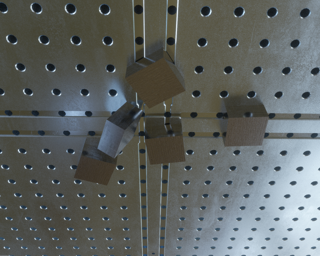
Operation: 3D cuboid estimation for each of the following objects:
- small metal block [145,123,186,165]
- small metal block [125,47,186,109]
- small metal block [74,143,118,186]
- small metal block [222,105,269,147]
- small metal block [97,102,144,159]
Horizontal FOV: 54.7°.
[{"bbox_3d":[0.008,0.023,0.432,0.050,0.025,0.050,-6,130,4],"label":"small metal block"},{"bbox_3d":[-0.005,-0.058,0.363,0.050,0.025,0.050,-25,126,19],"label":"small metal block"},{"bbox_3d":[-0.094,0.055,0.457,0.050,0.025,0.050,17,128,-14],"label":"small metal block"},{"bbox_3d":[0.112,-0.002,0.411,0.050,0.025,0.050,-2,130,1],"label":"small metal block"},{"bbox_3d":[-0.050,0.002,0.393,0.025,0.050,0.050,30,128,6],"label":"small metal block"}]
